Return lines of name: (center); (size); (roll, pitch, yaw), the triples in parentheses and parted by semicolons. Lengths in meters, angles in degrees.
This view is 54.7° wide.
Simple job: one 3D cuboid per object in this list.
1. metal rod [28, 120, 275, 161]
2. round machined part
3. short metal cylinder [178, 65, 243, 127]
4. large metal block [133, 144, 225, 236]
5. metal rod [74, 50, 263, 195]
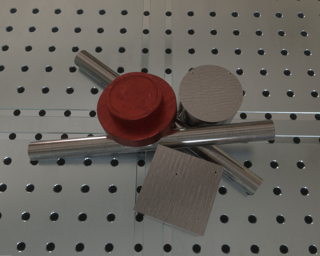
metal rod: (-0.014, 0.016, 0.386); (0.302, 0.025, 0.025); (-5, 70, 5)
round machined part: (-0.029, -0.029, 0.377); (0.099, 0.042, 0.098); (-2, 61, 5)
short metal cylinder: (0.064, -0.036, 0.411); (0.081, 0.050, 0.080); (0, 70, 0)
large metal block: (0.022, 0.075, 0.369); (0.080, 0.050, 0.080); (19, 71, 6)
metal rod: (0.003, -0.014, 0.417); (0.300, 0.025, 0.025); (37, 74, 12)
